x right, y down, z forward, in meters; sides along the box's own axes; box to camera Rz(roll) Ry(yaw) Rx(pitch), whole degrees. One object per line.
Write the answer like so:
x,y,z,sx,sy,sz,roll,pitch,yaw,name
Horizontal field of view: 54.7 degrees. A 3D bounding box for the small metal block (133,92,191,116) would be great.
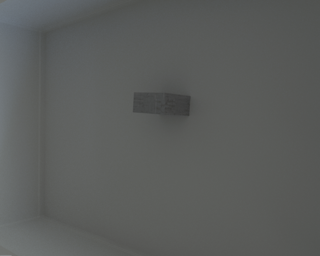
0.002,-0.030,0.387,0.050,0.050,0.025,6,94,39,small metal block
